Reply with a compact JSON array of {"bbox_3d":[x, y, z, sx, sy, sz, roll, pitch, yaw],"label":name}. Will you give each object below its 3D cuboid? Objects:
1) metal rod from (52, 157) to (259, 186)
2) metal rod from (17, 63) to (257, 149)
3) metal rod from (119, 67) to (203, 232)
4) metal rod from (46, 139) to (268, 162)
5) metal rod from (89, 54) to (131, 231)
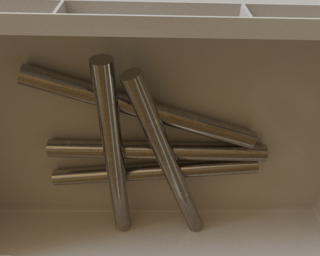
[{"bbox_3d":[-0.008,0.064,0.462,0.302,0.025,0.025,-4,130,2],"label":"metal rod"},{"bbox_3d":[-0.016,-0.023,0.387,0.302,0.025,0.025,15,128,-14],"label":"metal rod"},{"bbox_3d":[0.014,0.051,0.418,0.025,0.025,0.299,-14,129,11],"label":"metal rod"},{"bbox_3d":[-0.002,0.031,0.433,0.302,0.025,0.025,1,130,-2],"label":"metal rod"},{"bbox_3d":[-0.060,0.044,0.410,0.025,0.025,0.298,0,130,-1],"label":"metal rod"}]
